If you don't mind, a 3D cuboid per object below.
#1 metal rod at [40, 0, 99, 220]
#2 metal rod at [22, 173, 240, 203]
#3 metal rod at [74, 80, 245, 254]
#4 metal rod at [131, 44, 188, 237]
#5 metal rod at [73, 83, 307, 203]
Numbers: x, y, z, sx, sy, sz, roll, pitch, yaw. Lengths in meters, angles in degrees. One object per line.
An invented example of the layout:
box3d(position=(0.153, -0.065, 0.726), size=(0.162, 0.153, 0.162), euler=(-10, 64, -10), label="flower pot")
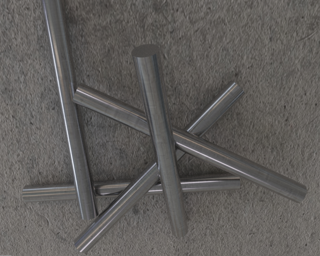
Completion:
box3d(position=(-0.111, -0.025, 0.384), size=(0.025, 0.025, 0.298), euler=(-5, 105, 2), label="metal rod")
box3d(position=(-0.040, 0.084, 0.440), size=(0.302, 0.025, 0.025), euler=(-4, 110, 1), label="metal rod")
box3d(position=(-0.005, 0.055, 0.409), size=(0.025, 0.025, 0.300), euler=(42, 97, -14), label="metal rod")
box3d(position=(0.009, 0.043, 0.371), size=(0.025, 0.025, 0.298), euler=(-8, 131, 3), label="metal rod")
box3d(position=(0.040, 0.021, 0.377), size=(0.301, 0.025, 0.025), euler=(25, 108, -5), label="metal rod")
